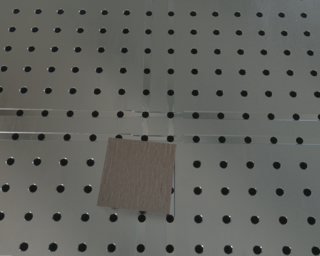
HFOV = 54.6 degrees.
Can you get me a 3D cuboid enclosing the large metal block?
[{"bbox_3d":[-0.025,0.061,0.376,0.080,0.050,0.080,6,70,2],"label":"large metal block"}]
